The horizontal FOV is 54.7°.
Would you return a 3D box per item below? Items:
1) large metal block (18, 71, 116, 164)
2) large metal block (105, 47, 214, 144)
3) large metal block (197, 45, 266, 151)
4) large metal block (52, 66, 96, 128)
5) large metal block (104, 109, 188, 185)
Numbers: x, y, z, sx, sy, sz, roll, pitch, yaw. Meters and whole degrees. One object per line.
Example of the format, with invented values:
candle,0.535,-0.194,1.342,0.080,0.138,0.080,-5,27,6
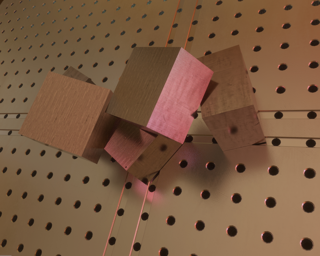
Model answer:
large metal block,-0.103,-0.011,0.367,0.080,0.050,0.080,18,77,13
large metal block,-0.003,-0.037,0.326,0.080,0.050,0.080,19,84,51
large metal block,0.080,-0.031,0.349,0.050,0.080,0.080,-15,56,19
large metal block,-0.119,-0.028,0.450,0.050,0.080,0.080,34,81,38
large metal block,-0.026,0.011,0.397,0.080,0.050,0.080,-48,52,-6
